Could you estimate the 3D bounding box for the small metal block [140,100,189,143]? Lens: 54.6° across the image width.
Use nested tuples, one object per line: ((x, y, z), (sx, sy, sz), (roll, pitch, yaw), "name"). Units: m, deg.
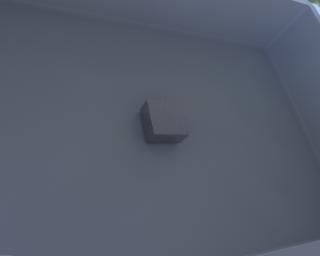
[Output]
((0.005, -0.008, 0.408), (0.050, 0.025, 0.050), (1, 61, -27), "small metal block")
